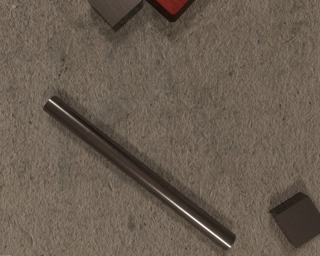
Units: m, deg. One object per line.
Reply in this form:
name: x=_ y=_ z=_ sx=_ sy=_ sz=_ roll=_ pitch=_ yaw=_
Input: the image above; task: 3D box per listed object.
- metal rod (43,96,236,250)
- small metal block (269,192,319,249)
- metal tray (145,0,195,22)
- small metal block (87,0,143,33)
metal rod: x=-0.026 y=0.059 z=0.409 sx=0.300 sy=0.025 sz=0.025 roll=38 pitch=90 yaw=-1
small metal block: x=0.184 y=0.122 z=0.413 sx=0.050 sy=0.025 sz=0.050 roll=-32 pitch=90 yaw=-1
metal tray: x=0.028 y=-0.219 z=0.408 sx=0.090 sy=0.030 sz=0.130 roll=42 pitch=90 yaw=-1
small metal block: x=-0.059 y=-0.165 z=0.409 sx=0.050 sy=0.025 sz=0.050 roll=-43 pitch=91 yaw=0
